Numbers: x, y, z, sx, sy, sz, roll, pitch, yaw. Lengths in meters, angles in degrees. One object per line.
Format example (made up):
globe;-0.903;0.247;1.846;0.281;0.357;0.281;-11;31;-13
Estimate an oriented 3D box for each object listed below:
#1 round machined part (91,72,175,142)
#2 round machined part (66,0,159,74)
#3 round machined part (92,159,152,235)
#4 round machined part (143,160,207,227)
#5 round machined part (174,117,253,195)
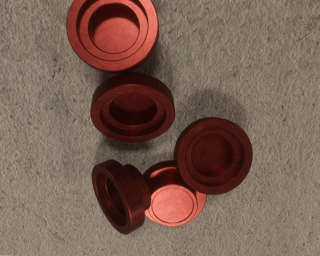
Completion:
round machined part;-0.032;-0.029;0.376;0.099;0.042;0.097;-3;138;-3
round machined part;-0.050;-0.110;0.349;0.099;0.042;0.097;0;91;1
round machined part;-0.048;0.087;0.413;0.042;0.098;0.097;-22;114;-33
round machined part;0.017;0.099;0.437;0.099;0.042;0.097;0;110;-1
round machined part;0.066;0.034;0.406;0.099;0.042;0.097;-1;96;-8
